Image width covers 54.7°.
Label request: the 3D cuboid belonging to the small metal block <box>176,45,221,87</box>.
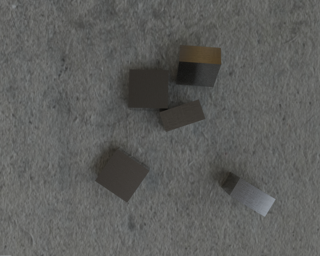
[{"bbox_3d":[0.048,-0.078,0.395,0.050,0.050,0.025,4,65,-1],"label":"small metal block"}]

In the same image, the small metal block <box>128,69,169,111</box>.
[{"bbox_3d":[-0.014,-0.049,0.407,0.050,0.025,0.050,1,85,0],"label":"small metal block"}]

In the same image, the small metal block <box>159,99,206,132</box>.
[{"bbox_3d":[0.027,-0.015,0.398,0.050,0.050,0.025,-18,91,0],"label":"small metal block"}]

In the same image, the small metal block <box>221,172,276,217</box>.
[{"bbox_3d":[0.112,0.084,0.399,0.050,0.050,0.025,31,90,-1],"label":"small metal block"}]

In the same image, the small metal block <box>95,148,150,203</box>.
[{"bbox_3d":[-0.048,0.061,0.409,0.050,0.025,0.050,35,90,-1],"label":"small metal block"}]
